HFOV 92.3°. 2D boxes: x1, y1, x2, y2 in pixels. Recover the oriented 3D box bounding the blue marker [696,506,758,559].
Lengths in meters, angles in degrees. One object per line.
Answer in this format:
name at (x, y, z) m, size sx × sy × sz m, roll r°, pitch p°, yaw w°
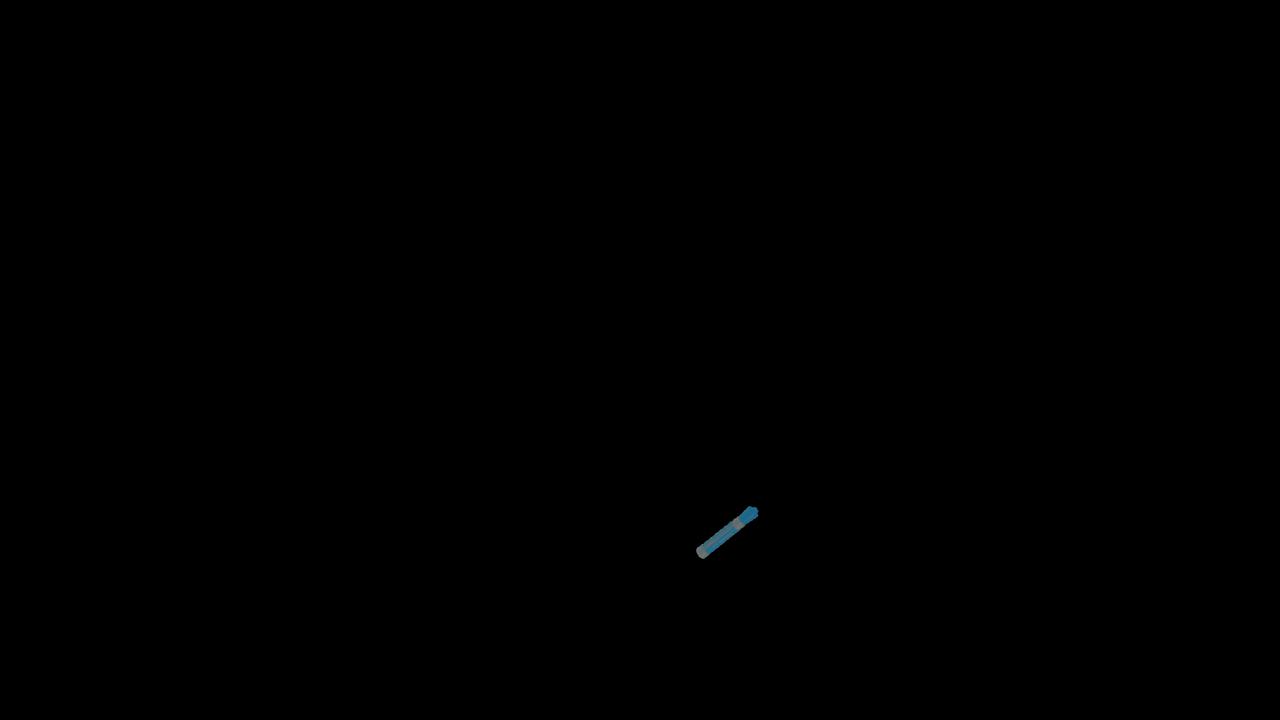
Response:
blue marker at (0.130, 0.255, 0.913) m, size 0.121 × 0.020 × 0.020 m, roll -47°, pitch -23°, yaw 24°
